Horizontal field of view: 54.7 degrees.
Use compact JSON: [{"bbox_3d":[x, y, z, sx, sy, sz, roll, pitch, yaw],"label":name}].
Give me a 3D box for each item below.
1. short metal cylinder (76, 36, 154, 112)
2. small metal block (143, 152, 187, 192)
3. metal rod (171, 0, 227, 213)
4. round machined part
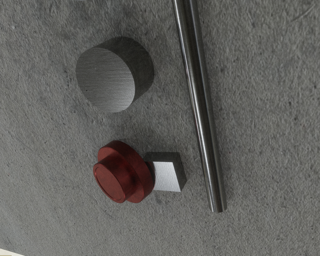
[{"bbox_3d":[-0.054,-0.066,0.379,0.080,0.050,0.079,13,124,21],"label":"short metal cylinder"},{"bbox_3d":[0.006,0.062,0.442,0.050,0.025,0.050,-2,118,29],"label":"small metal block"},{"bbox_3d":[0.050,-0.022,0.366,0.025,0.025,0.298,1,119,28],"label":"metal rod"},{"bbox_3d":[-0.060,0.071,0.453,0.098,0.042,0.097,28,136,32],"label":"round machined part"}]
